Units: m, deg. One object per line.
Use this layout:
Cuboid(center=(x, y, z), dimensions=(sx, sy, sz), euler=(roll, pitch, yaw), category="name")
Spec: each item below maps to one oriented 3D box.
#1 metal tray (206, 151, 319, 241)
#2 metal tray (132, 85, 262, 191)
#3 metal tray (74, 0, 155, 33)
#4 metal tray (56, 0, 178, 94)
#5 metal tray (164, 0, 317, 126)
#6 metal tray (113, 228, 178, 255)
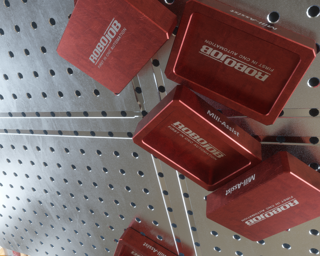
Cuboid(center=(0.130, 0.089, 0.375), dimensions=(0.090, 0.030, 0.129), euler=(31, 132, -18), category="metal tray")
Cuboid(center=(0.044, 0.018, 0.373), dimensions=(0.130, 0.030, 0.090), euler=(35, 131, -16), category="metal tray")
Cuboid(center=(-0.048, -0.172, 0.327), dimensions=(0.090, 0.030, 0.129), euler=(17, 125, 18), category="metal tray")
Cuboid(center=(-0.053, -0.100, 0.340), dimensions=(0.090, 0.030, 0.129), euler=(34, 145, -15), category="metal tray")
Cuboid(center=(0.078, -0.070, 0.323), dimensions=(0.130, 0.030, 0.089), euler=(27, 128, 11), category="metal tray")
Cuboid(center=(-0.020, 0.250, 0.573), dimensions=(0.130, 0.030, 0.089), euler=(28, 128, 10), category="metal tray")
